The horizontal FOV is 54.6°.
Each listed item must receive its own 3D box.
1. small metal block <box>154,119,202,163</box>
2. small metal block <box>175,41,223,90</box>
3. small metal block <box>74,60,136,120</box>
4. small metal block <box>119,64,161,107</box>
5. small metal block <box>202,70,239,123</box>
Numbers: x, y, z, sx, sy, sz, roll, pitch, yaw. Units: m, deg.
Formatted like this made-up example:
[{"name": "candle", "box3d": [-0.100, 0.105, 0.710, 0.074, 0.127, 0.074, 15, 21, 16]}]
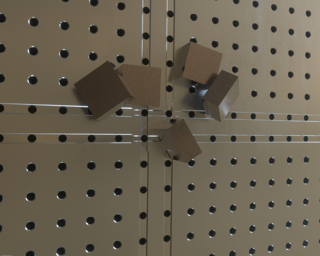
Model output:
[{"name": "small metal block", "box3d": [0.023, 0.016, 0.407, 0.025, 0.050, 0.050, -33, 101, -17]}, {"name": "small metal block", "box3d": [0.054, -0.086, 0.432, 0.050, 0.025, 0.050, 15, 85, -19]}, {"name": "small metal block", "box3d": [-0.065, -0.044, 0.372, 0.050, 0.025, 0.050, -34, 84, 7]}, {"name": "small metal block", "box3d": [-0.027, -0.053, 0.402, 0.050, 0.025, 0.050, 2, 89, -20]}, {"name": "small metal block", "box3d": [0.085, -0.043, 0.428, 0.025, 0.050, 0.050, 30, 77, 25]}]
